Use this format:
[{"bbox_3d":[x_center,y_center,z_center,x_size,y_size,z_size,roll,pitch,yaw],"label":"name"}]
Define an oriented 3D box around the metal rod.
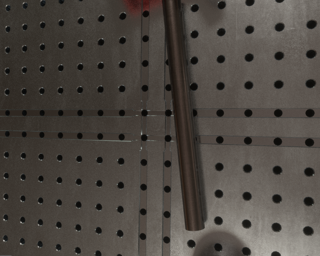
[{"bbox_3d":[0.030,-0.020,0.401,0.025,0.025,0.298,-6,88,19],"label":"metal rod"}]
